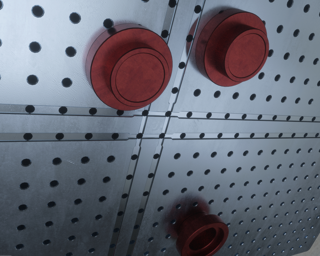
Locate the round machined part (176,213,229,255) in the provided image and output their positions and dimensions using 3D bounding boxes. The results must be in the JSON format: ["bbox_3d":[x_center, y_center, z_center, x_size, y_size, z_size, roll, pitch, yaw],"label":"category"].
[{"bbox_3d":[0.072,0.193,0.562,0.099,0.042,0.097,-14,125,-21],"label":"round machined part"}]

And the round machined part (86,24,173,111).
[{"bbox_3d":[-0.029,-0.062,0.347,0.099,0.042,0.097,-14,125,-21],"label":"round machined part"}]

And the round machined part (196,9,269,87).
[{"bbox_3d":[0.099,-0.097,0.396,0.099,0.042,0.097,-14,125,-21],"label":"round machined part"}]
